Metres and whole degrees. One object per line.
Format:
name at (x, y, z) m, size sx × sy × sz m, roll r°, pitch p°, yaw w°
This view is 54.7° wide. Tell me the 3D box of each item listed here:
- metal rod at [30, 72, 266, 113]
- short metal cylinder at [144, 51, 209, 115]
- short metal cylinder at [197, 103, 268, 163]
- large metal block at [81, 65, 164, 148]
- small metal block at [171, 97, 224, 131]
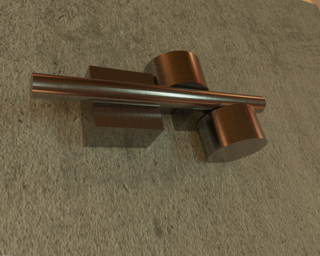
metal rod at (0.009, -0.037, 0.369) m, size 0.303 × 0.025 × 0.025 m, roll 2°, pitch 61°, yaw -29°
short metal cylinder at (0.022, -0.059, 0.420) m, size 0.081 × 0.080 × 0.050 m, roll 2°, pitch 61°, yaw -28°
short metal cylinder at (0.096, 0.009, 0.418) m, size 0.081 × 0.080 × 0.050 m, roll 0°, pitch 62°, yaw -29°
large metal block at (-0.049, -0.023, 0.374) m, size 0.081 × 0.050 × 0.080 m, roll 3°, pitch 60°, yaw -27°
small metal block at (0.051, -0.018, 0.428) m, size 0.050 × 0.050 × 0.025 m, roll 1°, pitch 62°, yaw -28°
